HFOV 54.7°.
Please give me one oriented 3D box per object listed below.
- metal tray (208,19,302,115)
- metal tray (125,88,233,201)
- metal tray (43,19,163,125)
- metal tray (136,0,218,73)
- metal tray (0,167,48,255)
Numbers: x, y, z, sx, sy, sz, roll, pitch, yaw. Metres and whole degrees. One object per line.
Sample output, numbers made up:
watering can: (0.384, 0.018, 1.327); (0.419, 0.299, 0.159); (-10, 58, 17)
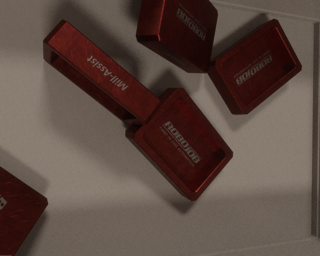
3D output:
metal tray: (0.141, -0.090, 0.461); (0.131, 0.030, 0.090); (-37, 102, -17)
metal tray: (0.029, 0.022, 0.410); (0.090, 0.030, 0.130); (-47, 113, -14)
metal tray: (-0.068, -0.055, 0.351); (0.130, 0.090, 0.030); (39, 78, -16)
metal tray: (0.027, -0.128, 0.380); (0.131, 0.030, 0.089); (14, 85, -57)
metal tray: (-0.183, 0.101, 0.301); (0.090, 0.030, 0.130); (41, 38, -16)
